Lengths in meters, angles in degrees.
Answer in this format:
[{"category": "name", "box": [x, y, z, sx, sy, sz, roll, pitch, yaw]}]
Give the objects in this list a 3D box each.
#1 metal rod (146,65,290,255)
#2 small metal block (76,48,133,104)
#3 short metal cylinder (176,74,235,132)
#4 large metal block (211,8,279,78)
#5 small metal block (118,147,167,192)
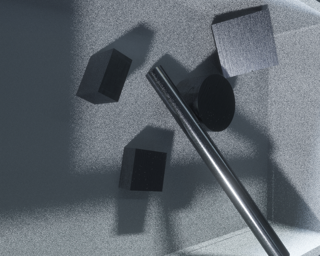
[{"category": "metal rod", "box": [0.076, 0.049, 0.407, 0.025, 0.025, 0.299, -35, 92, -35]}, {"category": "small metal block", "box": [-0.062, -0.055, 0.340, 0.025, 0.050, 0.050, 27, 73, -37]}, {"category": "short metal cylinder", "box": [0.063, -0.035, 0.446, 0.081, 0.050, 0.079, 0, 90, -40]}, {"category": "large metal block", "box": [0.127, -0.127, 0.471, 0.050, 0.080, 0.080, -67, 142, -72]}, {"category": "small metal block", "box": [-0.021, 0.053, 0.391, 0.050, 0.025, 0.050, 12, 82, -40]}]
